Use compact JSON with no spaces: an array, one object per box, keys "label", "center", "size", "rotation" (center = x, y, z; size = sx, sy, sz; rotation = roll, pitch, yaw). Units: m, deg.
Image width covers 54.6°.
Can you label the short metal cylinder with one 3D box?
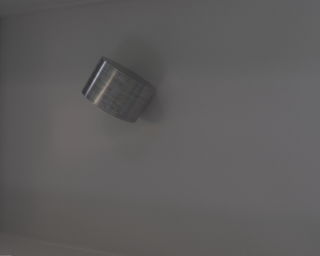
[{"label":"short metal cylinder","center":[-0.052,-0.050,0.400],"size":[0.080,0.080,0.050],"rotation":[36,102,16]}]
